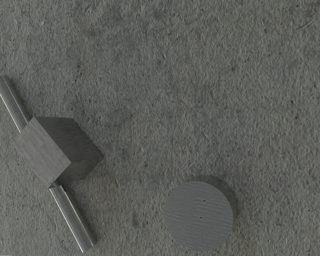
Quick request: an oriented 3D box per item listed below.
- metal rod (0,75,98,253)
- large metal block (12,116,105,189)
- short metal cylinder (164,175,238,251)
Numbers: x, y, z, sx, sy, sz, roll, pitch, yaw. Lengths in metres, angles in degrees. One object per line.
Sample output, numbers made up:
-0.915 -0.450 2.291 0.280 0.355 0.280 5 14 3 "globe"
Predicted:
-0.178 0.047 0.471 0.025 0.025 0.299 -35 79 16 "metal rod"
-0.137 0.031 0.428 0.050 0.080 0.080 -46 76 14 "large metal block"
0.051 0.101 0.377 0.080 0.050 0.079 0 90 20 "short metal cylinder"
